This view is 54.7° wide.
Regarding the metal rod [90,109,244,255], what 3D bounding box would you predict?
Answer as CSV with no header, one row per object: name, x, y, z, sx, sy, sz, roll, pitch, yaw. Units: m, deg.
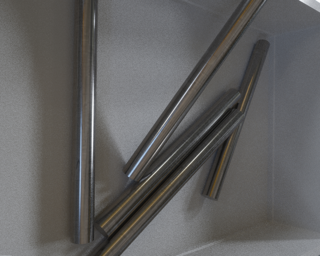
metal rod,0.025,0.067,0.420,0.301,0.025,0.025,-42,116,-29

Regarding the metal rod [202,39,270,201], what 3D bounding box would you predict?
metal rod,0.132,-0.024,0.520,0.025,0.025,0.300,37,67,-34

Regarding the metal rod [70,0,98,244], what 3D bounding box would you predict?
metal rod,-0.082,-0.027,0.338,0.025,0.025,0.298,1,89,-40

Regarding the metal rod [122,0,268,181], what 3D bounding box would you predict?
metal rod,0.050,-0.064,0.372,0.025,0.025,0.299,33,94,-36

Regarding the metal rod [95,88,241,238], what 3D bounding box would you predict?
metal rod,0.028,0.030,0.431,0.302,0.025,0.025,-42,116,-32
